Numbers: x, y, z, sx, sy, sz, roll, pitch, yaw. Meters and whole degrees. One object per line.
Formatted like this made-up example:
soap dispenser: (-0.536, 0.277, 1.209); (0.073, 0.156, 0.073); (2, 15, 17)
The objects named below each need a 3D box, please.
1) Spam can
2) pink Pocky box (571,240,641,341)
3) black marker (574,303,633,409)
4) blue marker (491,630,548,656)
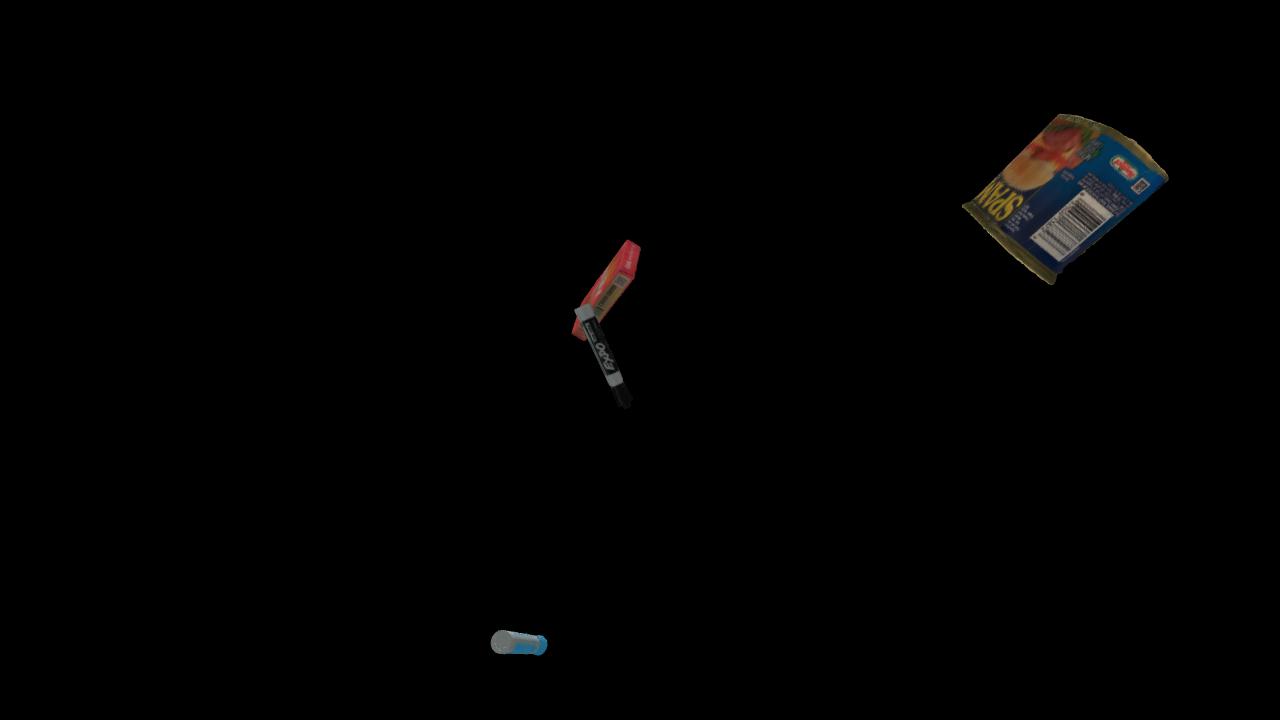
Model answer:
Spam can: (0.280, -0.111, 0.413); (0.058, 0.085, 0.101); (35, 30, -7)
pink Pocky box: (-0.053, -0.107, 0.954); (0.029, 0.084, 0.155); (29, -50, -16)
black marker: (-0.038, -0.003, 0.662); (0.020, 0.121, 0.020); (-24, 7, 3)
blue marker: (-0.111, 0.269, 0.582); (0.020, 0.020, 0.121); (0, -26, 9)
